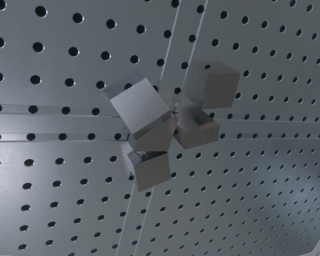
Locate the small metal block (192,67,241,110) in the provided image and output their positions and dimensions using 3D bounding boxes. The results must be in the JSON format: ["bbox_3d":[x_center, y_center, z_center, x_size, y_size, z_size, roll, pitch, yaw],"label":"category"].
[{"bbox_3d":[0.075,-0.054,0.418,0.050,0.025,0.050,-6,121,-26],"label":"small metal block"}]

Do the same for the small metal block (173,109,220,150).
[{"bbox_3d":[0.044,0.000,0.418,0.050,0.050,0.025,-13,124,-22],"label":"small metal block"}]

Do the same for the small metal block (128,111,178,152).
[{"bbox_3d":[-0.010,0.003,0.407,0.050,0.025,0.050,2,118,-29],"label":"small metal block"}]

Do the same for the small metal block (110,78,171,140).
[{"bbox_3d":[-0.022,-0.022,0.365,0.050,0.050,0.025,-33,164,-7],"label":"small metal block"}]

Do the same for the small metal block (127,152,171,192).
[{"bbox_3d":[-0.015,0.056,0.437,0.050,0.025,0.050,-19,126,-17],"label":"small metal block"}]
